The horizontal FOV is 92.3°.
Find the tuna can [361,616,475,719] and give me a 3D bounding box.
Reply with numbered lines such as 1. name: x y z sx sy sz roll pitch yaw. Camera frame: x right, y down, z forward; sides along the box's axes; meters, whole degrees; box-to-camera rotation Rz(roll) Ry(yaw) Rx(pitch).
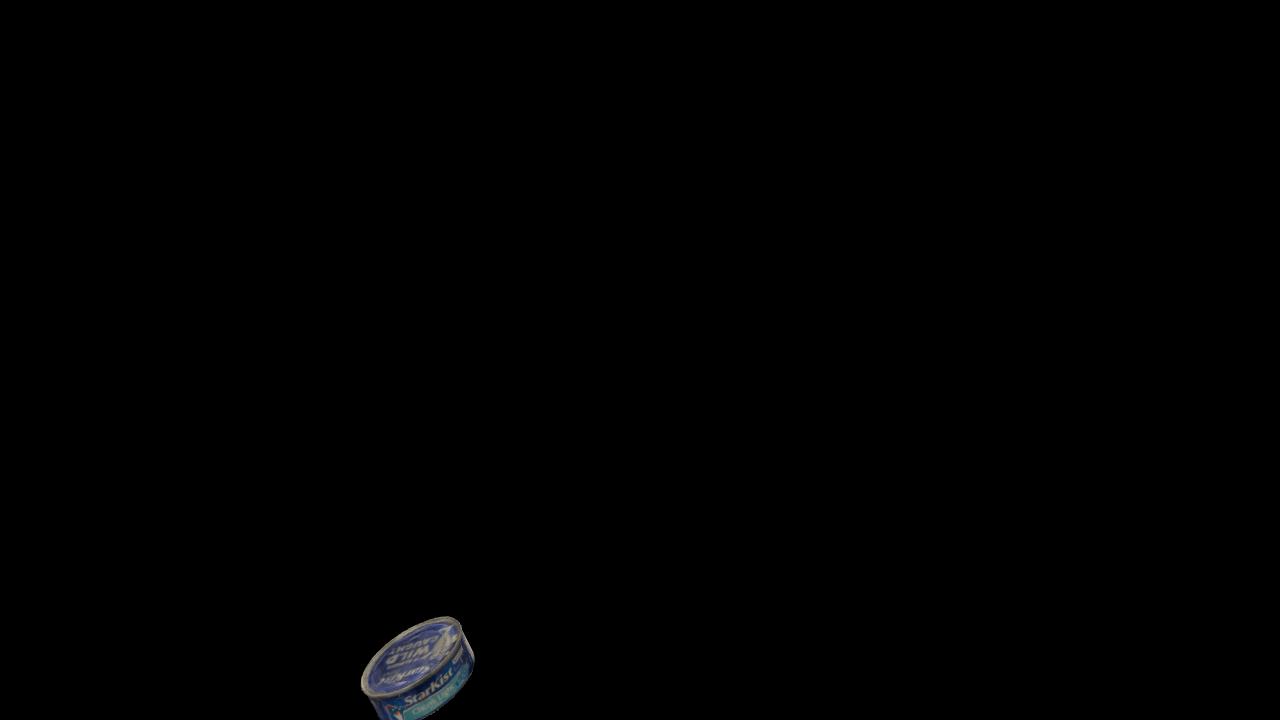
1. tuna can: -0.180 0.254 0.504 0.084 0.034 0.084 -19 14 5
